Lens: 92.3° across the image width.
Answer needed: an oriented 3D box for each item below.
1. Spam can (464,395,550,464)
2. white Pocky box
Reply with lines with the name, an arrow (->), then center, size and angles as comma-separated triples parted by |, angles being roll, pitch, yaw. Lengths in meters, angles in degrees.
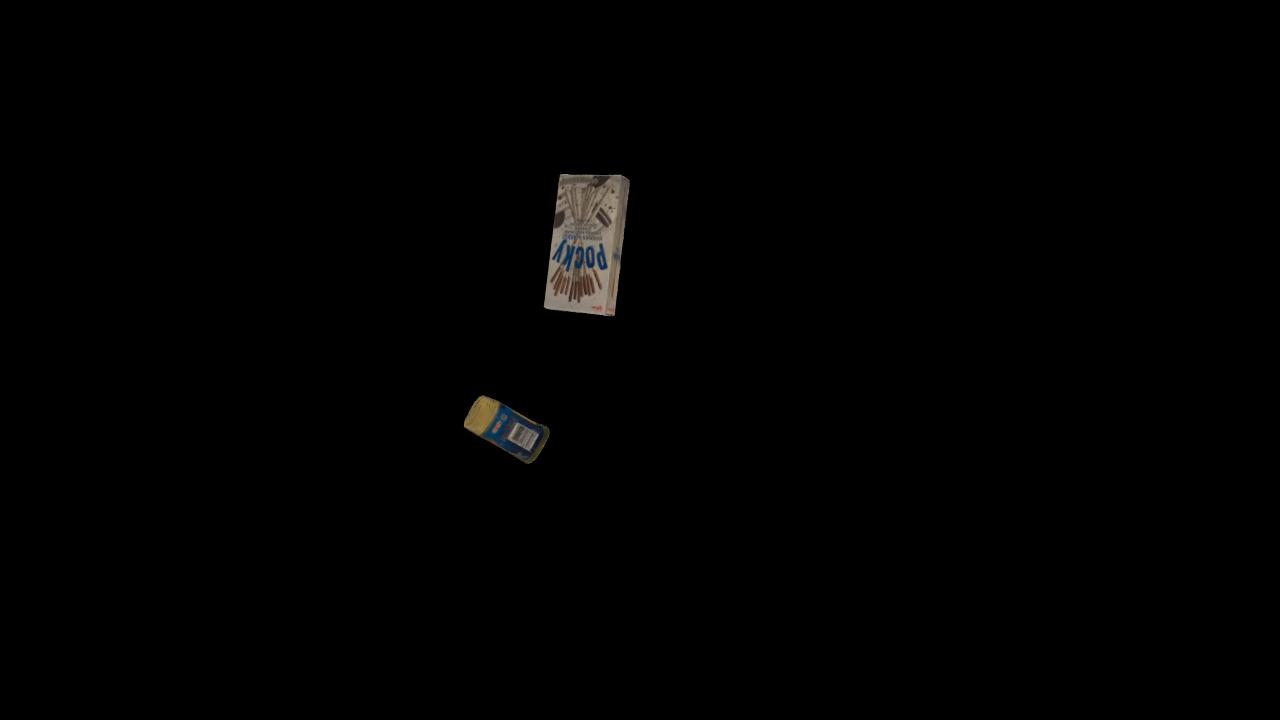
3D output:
Spam can -> -0.189, 0.095, 0.861 | 0.085, 0.058, 0.101 | 36, -15, -29
white Pocky box -> -0.060, -0.130, 0.693 | 0.084, 0.154, 0.028 | 8, 3, 25
